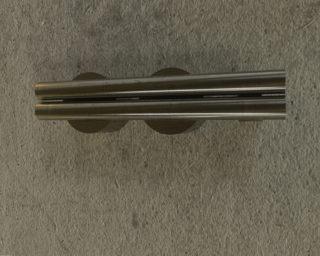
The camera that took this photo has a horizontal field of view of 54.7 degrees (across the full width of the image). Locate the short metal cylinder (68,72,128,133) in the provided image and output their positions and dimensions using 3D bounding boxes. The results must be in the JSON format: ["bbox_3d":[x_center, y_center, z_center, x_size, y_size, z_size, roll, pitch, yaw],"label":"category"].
[{"bbox_3d":[-0.084,-0.033,0.426,0.080,0.050,0.080,0,90,20],"label":"short metal cylinder"}]

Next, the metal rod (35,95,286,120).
[{"bbox_3d":[-0.016,-0.022,0.362,0.301,0.025,0.025,0,90,19],"label":"metal rod"}]

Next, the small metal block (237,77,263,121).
[{"bbox_3d":[0.106,-0.033,0.361,0.025,0.050,0.050,-2,89,20],"label":"small metal block"}]

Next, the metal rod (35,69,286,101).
[{"bbox_3d":[-0.016,-0.048,0.362,0.301,0.025,0.025,0,90,19],"label":"metal rod"}]

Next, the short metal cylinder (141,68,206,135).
[{"bbox_3d":[0.020,-0.032,0.390,0.080,0.050,0.080,0,90,20],"label":"short metal cylinder"}]
